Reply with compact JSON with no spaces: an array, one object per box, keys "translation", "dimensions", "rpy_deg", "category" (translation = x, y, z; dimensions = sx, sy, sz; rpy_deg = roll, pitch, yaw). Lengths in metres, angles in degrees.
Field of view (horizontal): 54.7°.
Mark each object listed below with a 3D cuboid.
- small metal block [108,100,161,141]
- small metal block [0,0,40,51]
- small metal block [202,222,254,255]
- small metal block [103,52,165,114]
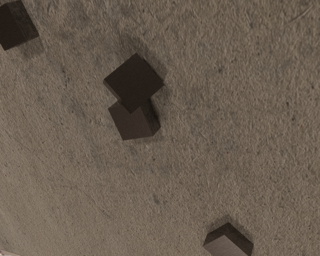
[{"translation":[-0.034,-0.013,0.415],"dimensions":[0.050,0.025,0.050],"rpy_deg":[-9,114,32],"category":"small metal block"},{"translation":[-0.202,-0.140,0.424],"dimensions":[0.050,0.025,0.050],"rpy_deg":[-10,114,32],"category":"small metal block"},{"translation":[0.101,0.175,0.461],"dimensions":[0.050,0.025,0.050],"rpy_deg":[42,129,-1],"category":"small metal block"},{"translation":[-0.032,-0.053,0.371],"dimensions":[0.050,0.050,0.025],"rpy_deg":[49,168,-7],"category":"small metal block"}]
